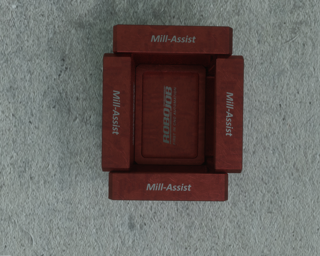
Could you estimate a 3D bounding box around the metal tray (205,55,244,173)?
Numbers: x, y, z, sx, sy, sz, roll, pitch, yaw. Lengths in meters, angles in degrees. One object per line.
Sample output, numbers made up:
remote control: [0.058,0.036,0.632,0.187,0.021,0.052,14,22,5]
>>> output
metal tray: [0.075,-0.015,0.379,0.030,0.090,0.129,1,90,0]

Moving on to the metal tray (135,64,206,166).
metal tray: [0.013,-0.017,0.409,0.091,0.030,0.129,1,90,-1]

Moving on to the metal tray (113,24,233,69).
metal tray: [0.014,-0.096,0.378,0.131,0.090,0.030,1,90,-1]

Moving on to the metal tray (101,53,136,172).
metal tray: [-0.047,-0.017,0.377,0.030,0.090,0.129,1,90,0]

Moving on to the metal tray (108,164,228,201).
metal tray: [0.009,0.063,0.378,0.131,0.090,0.030,1,90,-1]
